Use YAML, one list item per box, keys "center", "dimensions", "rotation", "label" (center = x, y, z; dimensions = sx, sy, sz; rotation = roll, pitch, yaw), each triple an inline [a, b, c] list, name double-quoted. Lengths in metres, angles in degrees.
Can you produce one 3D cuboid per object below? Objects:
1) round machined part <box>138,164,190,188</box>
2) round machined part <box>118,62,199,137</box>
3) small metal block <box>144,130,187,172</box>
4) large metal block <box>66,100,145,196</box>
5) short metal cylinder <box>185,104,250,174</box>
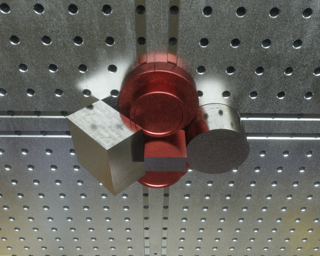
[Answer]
- center: [-0.003, 0.049, 0.442]
  dimensions: [0.099, 0.042, 0.097]
  rotation: [0, 130, 0]
  label: "round machined part"
- center: [-0.002, -0.027, 0.377]
  dimensions: [0.099, 0.042, 0.097]
  rotation: [0, 130, 0]
  label: "round machined part"
- center: [0.006, 0.027, 0.390]
  dimensions: [0.050, 0.050, 0.025]
  rotation: [1, 130, -1]
  label: "small metal block"
- center: [-0.066, 0.024, 0.387]
  dimensions: [0.050, 0.080, 0.079]
  rotation: [-33, 140, -32]
  label: "large metal block"
- center: [0.072, 0.015, 0.407]
  dimensions: [0.081, 0.050, 0.079]
  rotation: [0, 130, 0]
  label: "short metal cylinder"
